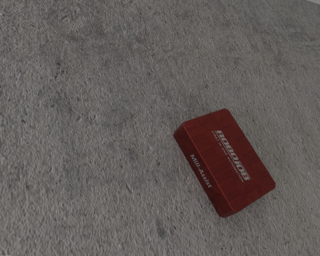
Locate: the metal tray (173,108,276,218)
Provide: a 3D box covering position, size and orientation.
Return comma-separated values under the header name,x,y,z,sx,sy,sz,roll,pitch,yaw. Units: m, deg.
name,x,y,z,sx,sy,sz,roll,pitch,yaw
metal tray,0.087,0.043,0.421,0.091,0.030,0.130,-18,72,-35
